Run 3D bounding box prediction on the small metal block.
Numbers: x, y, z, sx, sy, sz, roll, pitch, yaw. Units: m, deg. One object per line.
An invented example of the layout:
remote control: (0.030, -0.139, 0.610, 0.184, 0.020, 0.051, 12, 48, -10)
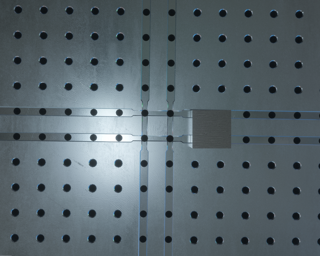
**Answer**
small metal block: (0.067, 0.002, 0.414, 0.050, 0.025, 0.050, 0, 90, 0)
